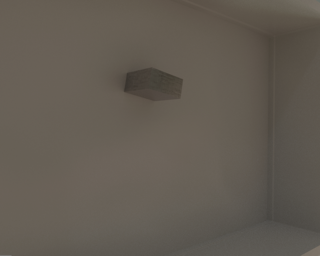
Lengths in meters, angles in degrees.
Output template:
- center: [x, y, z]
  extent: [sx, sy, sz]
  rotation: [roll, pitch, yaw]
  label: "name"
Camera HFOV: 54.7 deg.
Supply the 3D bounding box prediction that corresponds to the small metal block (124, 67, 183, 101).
- center: [-0.008, -0.053, 0.385]
  extent: [0.050, 0.050, 0.025]
  rotation: [13, 82, -40]
  label: "small metal block"
